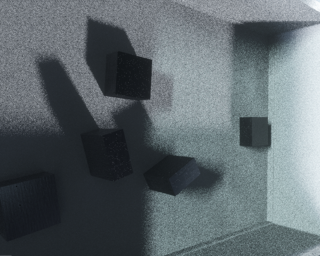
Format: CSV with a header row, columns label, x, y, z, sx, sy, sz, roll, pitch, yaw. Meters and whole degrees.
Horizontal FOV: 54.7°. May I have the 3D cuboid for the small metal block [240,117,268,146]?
label,x,y,z,sx,sy,sz,roll,pitch,yaw
small metal block,0.167,0.006,0.550,0.050,0.025,0.050,-1,91,-40

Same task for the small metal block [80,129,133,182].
label,x,y,z,sx,sy,sz,roll,pitch,yaw
small metal block,-0.059,0.028,0.342,0.025,0.050,0.050,-20,103,-39

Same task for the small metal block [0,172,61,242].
label,x,y,z,sx,sy,sz,roll,pitch,yaw
small metal block,-0.128,0.074,0.300,0.050,0.025,0.050,-10,97,-40

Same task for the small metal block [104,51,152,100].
label,x,y,z,sx,sy,sz,roll,pitch,yaw
small metal block,-0.038,-0.061,0.376,0.050,0.025,0.050,5,87,-40

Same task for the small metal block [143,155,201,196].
label,x,y,z,sx,sy,sz,roll,pitch,yaw
small metal block,0.015,0.060,0.406,0.050,0.050,0.025,-34,111,-35
